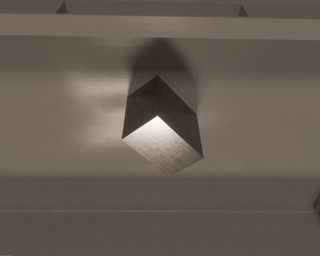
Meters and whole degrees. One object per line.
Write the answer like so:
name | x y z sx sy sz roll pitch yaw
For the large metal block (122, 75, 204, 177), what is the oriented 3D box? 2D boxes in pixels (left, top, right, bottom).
large metal block | 0.004 -0.003 0.371 0.050 0.080 0.080 -33 123 24
